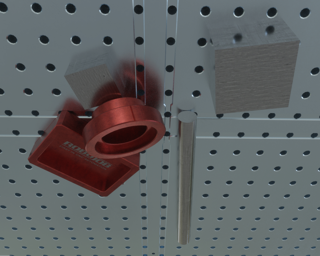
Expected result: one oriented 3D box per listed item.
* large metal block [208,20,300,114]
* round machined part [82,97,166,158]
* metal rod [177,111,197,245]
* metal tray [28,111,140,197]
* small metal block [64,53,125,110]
[{"bbox_3d":[0.098,-0.065,0.341,0.080,0.050,0.080,-6,130,4],"label":"large metal block"},{"bbox_3d":[-0.046,-0.002,0.380,0.099,0.042,0.098,-15,156,-7],"label":"round machined part"},{"bbox_3d":[0.040,0.099,0.496,0.025,0.025,0.298,-2,130,1],"label":"metal rod"},{"bbox_3d":[-0.105,0.042,0.442,0.130,0.030,0.090,33,123,-25],"label":"metal tray"},{"bbox_3d":[-0.075,-0.054,0.365,0.050,0.025,0.050,-14,129,11],"label":"small metal block"}]
